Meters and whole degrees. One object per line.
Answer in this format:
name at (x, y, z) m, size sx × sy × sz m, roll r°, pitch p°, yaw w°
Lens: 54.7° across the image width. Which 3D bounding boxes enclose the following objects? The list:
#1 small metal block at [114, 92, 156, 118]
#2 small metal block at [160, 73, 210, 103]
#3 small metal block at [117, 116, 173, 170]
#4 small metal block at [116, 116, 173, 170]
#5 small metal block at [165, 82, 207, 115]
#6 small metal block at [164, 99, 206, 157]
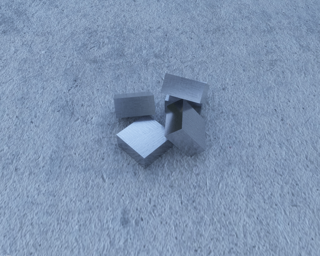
small metal block at (-0.034, -0.032, 0.415) m, size 0.050 × 0.025 × 0.050 m, roll -6°, pitch 13°, yaw -6°
small metal block at (0.034, -0.050, 0.397) m, size 0.050 × 0.025 × 0.050 m, roll 17°, pitch 9°, yaw 13°
small metal block at (-0.018, 0.016, 0.391) m, size 0.050 × 0.025 × 0.050 m, roll 38°, pitch 59°, yaw 27°
small metal block at (-0.018, 0.016, 0.391) m, size 0.050 × 0.025 × 0.050 m, roll 37°, pitch 59°, yaw 27°
small metal block at (0.037, -0.044, 0.442) m, size 0.050 × 0.025 × 0.050 m, roll 11°, pitch 51°, yaw 8°
small metal block at (0.032, 0.000, 0.386) m, size 0.025 × 0.050 × 0.050 m, roll -24°, pitch 41°, yaw 31°
